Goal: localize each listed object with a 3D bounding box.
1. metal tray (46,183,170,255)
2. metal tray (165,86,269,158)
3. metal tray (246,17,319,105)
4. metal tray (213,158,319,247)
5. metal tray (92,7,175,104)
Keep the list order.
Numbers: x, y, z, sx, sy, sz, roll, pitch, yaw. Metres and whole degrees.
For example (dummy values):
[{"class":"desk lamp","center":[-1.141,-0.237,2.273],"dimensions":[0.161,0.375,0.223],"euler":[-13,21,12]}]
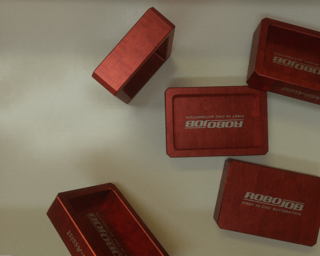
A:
[{"class":"metal tray","center":[-0.056,0.124,0.352],"dimensions":[0.130,0.091,0.030],"euler":[46,114,26]},{"class":"metal tray","center":[0.073,-0.009,0.409],"dimensions":[0.131,0.030,0.089],"euler":[-2,90,-1]},{"class":"metal tray","center":[0.183,-0.082,0.395],"dimensions":[0.131,0.030,0.090],"euler":[15,67,-1]},{"class":"metal tray","center":[0.145,0.097,0.411],"dimensions":[0.131,0.030,0.089],"euler":[12,90,-1]},{"class":"metal tray","center":[-0.026,-0.075,0.359],"dimensions":[0.030,0.130,0.090],"euler":[41,90,0]}]
